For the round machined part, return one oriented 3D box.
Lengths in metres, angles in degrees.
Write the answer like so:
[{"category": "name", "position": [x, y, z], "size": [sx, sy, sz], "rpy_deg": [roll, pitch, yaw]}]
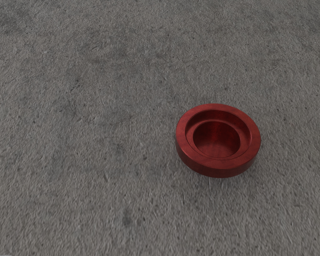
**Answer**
[{"category": "round machined part", "position": [0.068, 0.019, 0.376], "size": [0.099, 0.042, 0.098], "rpy_deg": [0, 50, 0]}]
